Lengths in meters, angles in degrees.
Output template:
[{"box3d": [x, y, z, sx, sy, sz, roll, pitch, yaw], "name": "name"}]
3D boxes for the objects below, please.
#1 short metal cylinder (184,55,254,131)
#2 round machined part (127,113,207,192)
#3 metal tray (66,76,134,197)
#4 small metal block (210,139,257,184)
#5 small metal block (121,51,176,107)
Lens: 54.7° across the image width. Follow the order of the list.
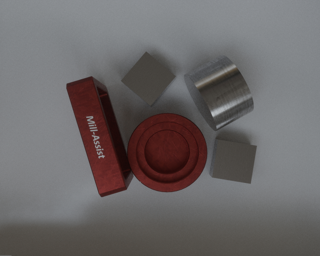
[{"box3d": [0.071, -0.043, 0.383, 0.050, 0.080, 0.080, -29, 90, 0], "name": "short metal cylinder"}, {"box3d": [0.009, 0.030, 0.400, 0.099, 0.042, 0.097, 0, 90, -1], "name": "round machined part"}, {"box3d": [-0.069, 0.009, 0.376, 0.030, 0.090, 0.129, -17, 90, 0], "name": "metal tray"}, {"box3d": [0.096, 0.043, 0.411, 0.050, 0.025, 0.050, 9, 89, 1], "name": "small metal block"}, {"box3d": [-0.015, -0.063, 0.409, 0.050, 0.025, 0.050, 40, 90, 1], "name": "small metal block"}]
